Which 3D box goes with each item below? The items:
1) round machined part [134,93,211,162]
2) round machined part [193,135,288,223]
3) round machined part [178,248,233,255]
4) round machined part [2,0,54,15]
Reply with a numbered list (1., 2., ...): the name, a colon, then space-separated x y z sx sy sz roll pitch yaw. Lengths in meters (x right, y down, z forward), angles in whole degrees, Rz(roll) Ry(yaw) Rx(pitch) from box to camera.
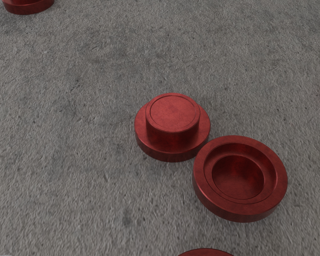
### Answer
1. round machined part: 0.016 -0.008 0.399 0.099 0.042 0.098 0 50 0
2. round machined part: 0.085 0.059 0.343 0.099 0.042 0.098 0 50 0
3. round machined part: 0.040 0.157 0.260 0.099 0.042 0.098 0 50 0
4. round machined part: -0.266 -0.270 0.617 0.099 0.042 0.098 0 50 0
